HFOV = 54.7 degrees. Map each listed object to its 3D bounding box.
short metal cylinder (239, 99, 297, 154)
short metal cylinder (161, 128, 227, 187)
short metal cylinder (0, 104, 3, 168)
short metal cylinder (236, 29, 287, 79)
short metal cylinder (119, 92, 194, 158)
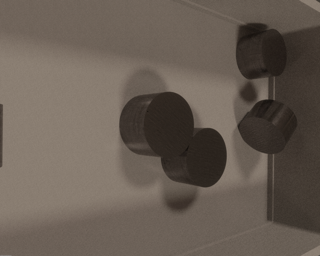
[{"bbox_3d":[0.184,-0.002,0.528,0.050,0.080,0.080,-46,118,-30],"label":"short metal cylinder"},{"bbox_3d":[0.048,0.039,0.433,0.081,0.050,0.079,0,90,-40],"label":"short metal cylinder"},{"bbox_3d":[-0.164,0.006,0.234,0.081,0.080,0.050,0,90,-40],"label":"short metal cylinder"},{"bbox_3d":[0.178,-0.128,0.543,0.081,0.050,0.079,0,90,-40],"label":"short metal cylinder"},{"bbox_3d":[-0.003,-0.004,0.389,0.081,0.050,0.079,0,90,-40],"label":"short metal cylinder"}]
